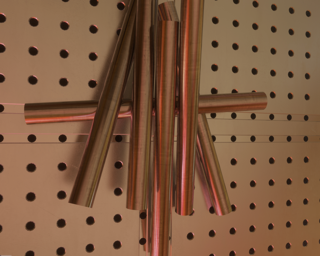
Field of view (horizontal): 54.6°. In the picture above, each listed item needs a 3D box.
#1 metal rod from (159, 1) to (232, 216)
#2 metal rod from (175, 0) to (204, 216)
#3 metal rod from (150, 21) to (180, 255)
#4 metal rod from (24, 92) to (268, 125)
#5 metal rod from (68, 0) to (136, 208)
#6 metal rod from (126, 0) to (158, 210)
[{"bbox_3d":[0.049,-0.022,0.430,0.025,0.025,0.299,-19,96,-19],"label":"metal rod"},{"bbox_3d":[0.034,-0.026,0.372,0.025,0.025,0.298,-8,113,-20],"label":"metal rod"},{"bbox_3d":[0.004,0.027,0.378,0.025,0.025,0.298,-3,104,-20],"label":"metal rod"},{"bbox_3d":[-0.007,-0.027,0.390,0.302,0.025,0.025,-4,92,-13],"label":"metal rod"},{"bbox_3d":[-0.049,-0.060,0.363,0.025,0.025,0.299,19,72,-19],"label":"metal rod"},{"bbox_3d":[-0.019,-0.057,0.361,0.025,0.025,0.298,4,88,-20],"label":"metal rod"}]
